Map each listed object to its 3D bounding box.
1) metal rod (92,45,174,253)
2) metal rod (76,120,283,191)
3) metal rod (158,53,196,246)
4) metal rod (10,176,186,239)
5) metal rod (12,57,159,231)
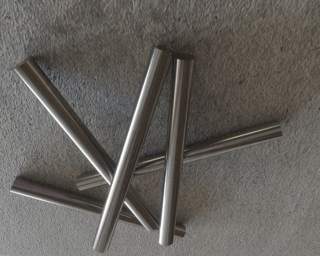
[{"bbox_3d":[-0.042,0.043,0.394,0.025,0.025,0.298,14,114,-12],"label":"metal rod"},{"bbox_3d":[0.018,0.043,0.443,0.301,0.025,0.025,-17,128,13],"label":"metal rod"},{"bbox_3d":[0.018,0.049,0.417,0.025,0.025,0.298,3,121,-2],"label":"metal rod"},{"bbox_3d":[-0.092,0.139,0.524,0.302,0.025,0.025,22,127,-18],"label":"metal rod"},{"bbox_3d":[-0.082,0.039,0.414,0.025,0.025,0.299,-23,119,18],"label":"metal rod"}]
